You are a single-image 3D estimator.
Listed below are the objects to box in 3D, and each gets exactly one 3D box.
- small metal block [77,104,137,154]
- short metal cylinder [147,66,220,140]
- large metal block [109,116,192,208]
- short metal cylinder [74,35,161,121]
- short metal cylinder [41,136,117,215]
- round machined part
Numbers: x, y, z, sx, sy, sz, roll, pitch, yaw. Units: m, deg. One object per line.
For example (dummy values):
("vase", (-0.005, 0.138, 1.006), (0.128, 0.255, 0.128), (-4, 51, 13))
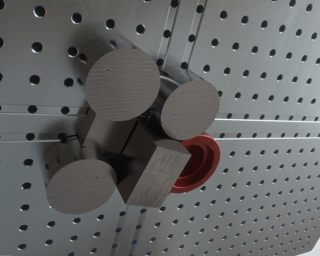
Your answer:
("small metal block", (-0.064, 0.000, 0.375), (0.050, 0.025, 0.050), (16, 110, -35))
("short metal cylinder", (0.027, -0.032, 0.390), (0.081, 0.050, 0.079), (-14, 124, -21))
("large metal block", (-0.018, 0.040, 0.386), (0.050, 0.080, 0.080), (17, 110, -35))
("short metal cylinder", (-0.047, -0.054, 0.336), (0.081, 0.050, 0.079), (-14, 124, -21))
("short metal cylinder", (-0.099, 0.057, 0.376), (0.081, 0.050, 0.079), (-14, 124, -21))
("round machined part", (0.034, 0.042, 0.444), (0.099, 0.042, 0.097), (-14, 124, -21))
